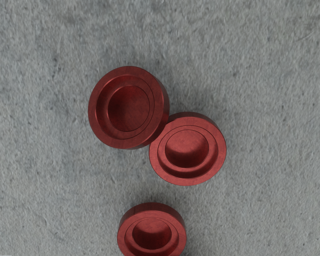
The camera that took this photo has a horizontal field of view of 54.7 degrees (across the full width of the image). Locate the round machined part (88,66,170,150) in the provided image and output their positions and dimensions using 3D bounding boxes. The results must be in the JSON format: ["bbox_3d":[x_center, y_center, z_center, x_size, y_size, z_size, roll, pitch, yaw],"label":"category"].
[{"bbox_3d":[-0.034,-0.022,0.376,0.098,0.042,0.097,-3,82,21],"label":"round machined part"}]

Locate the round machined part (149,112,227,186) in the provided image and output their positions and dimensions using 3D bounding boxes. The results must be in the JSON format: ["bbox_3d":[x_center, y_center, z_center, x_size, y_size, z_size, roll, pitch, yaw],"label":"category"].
[{"bbox_3d":[0.034,0.024,0.409,0.099,0.042,0.097,-1,112,-2],"label":"round machined part"}]

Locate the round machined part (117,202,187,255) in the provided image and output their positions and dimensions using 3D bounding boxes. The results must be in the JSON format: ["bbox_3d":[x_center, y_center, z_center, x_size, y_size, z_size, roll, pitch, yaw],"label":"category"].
[{"bbox_3d":[-0.012,0.150,0.456,0.099,0.042,0.097,0,110,-1],"label":"round machined part"}]
